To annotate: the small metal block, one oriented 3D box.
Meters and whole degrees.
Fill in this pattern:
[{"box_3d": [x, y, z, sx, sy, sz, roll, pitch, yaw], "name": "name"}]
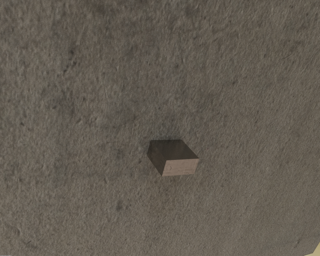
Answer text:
[{"box_3d": [0.017, 0.040, 0.424, 0.050, 0.050, 0.025, 0, 118, -29], "name": "small metal block"}]
